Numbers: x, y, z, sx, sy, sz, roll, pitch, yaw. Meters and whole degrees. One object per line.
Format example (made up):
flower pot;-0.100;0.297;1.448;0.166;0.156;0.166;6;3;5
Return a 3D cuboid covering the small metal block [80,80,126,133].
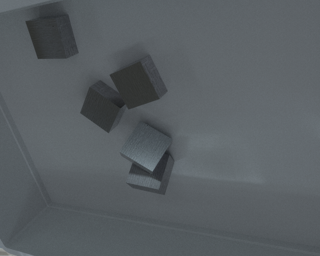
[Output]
small metal block;-0.077;-0.029;0.429;0.050;0.025;0.050;35;129;4

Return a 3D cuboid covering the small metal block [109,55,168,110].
small metal block;-0.026;-0.056;0.386;0.050;0.025;0.050;-16;111;34

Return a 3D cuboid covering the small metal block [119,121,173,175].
small metal block;-0.018;0.027;0.414;0.050;0.050;0.025;30;163;8

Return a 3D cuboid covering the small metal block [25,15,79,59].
small metal block;-0.141;-0.119;0.407;0.050;0.025;0.050;5;121;25

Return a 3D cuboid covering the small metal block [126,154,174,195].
small metal block;-0.013;0.061;0.432;0.050;0.050;0.025;7;154;24
